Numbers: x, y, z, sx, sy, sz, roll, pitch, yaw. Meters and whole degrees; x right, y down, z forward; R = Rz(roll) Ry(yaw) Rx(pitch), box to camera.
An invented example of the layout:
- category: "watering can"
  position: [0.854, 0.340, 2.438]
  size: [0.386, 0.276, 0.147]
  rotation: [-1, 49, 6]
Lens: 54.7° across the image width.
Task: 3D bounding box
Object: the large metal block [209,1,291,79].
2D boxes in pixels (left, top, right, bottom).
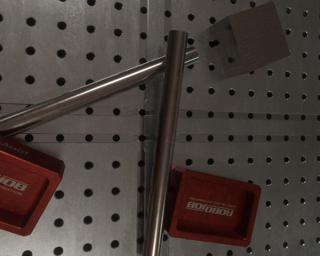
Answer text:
- category: "large metal block"
  position: [0.130, -0.126, 0.449]
  size: [0.081, 0.050, 0.080]
  rotation: [-24, 98, -19]

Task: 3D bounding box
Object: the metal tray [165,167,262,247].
- category: "metal tray"
  position: [0.074, 0.112, 0.439]
  size: [0.131, 0.030, 0.090]
  rotation: [15, 85, -20]

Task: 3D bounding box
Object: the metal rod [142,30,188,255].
- category: "metal rod"
  position: [0.006, 0.028, 0.400]
  size: [0.025, 0.025, 0.298]
  rotation: [5, 94, -20]

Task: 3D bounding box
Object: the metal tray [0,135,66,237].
- category: "metal tray"
  position: [-0.180, 0.053, 0.324]
  size: [0.131, 0.030, 0.090]
  rotation: [27, 106, -19]

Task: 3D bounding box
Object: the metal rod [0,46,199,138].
- category: "metal rod"
  position: [-0.083, -0.042, 0.382]
  size: [0.302, 0.025, 0.025]
  rotation: [-25, 99, -19]
